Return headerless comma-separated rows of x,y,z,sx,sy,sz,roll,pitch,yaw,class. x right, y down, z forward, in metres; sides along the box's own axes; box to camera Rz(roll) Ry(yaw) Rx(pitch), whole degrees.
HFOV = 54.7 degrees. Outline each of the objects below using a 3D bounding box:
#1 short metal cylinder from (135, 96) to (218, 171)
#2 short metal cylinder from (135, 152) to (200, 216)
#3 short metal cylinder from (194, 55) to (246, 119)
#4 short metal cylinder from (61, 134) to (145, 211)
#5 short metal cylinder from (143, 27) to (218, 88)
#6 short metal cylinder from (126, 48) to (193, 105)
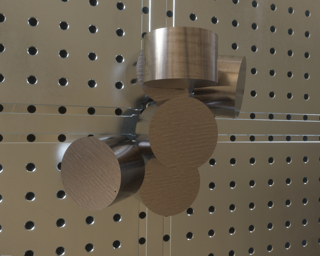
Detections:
0.018,0.006,0.352,0.081,0.050,0.079,0,90,-20,short metal cylinder
0.004,0.067,0.400,0.081,0.050,0.079,0,91,-20,short metal cylinder
0.080,-0.055,0.405,0.050,0.080,0.080,9,86,21,short metal cylinder
-0.064,0.048,0.354,0.050,0.080,0.079,-4,92,-64,short metal cylinder
0.022,-0.073,0.337,0.081,0.080,0.050,0,90,-20,short metal cylinder
0.002,-0.069,0.399,0.081,0.050,0.079,0,91,-20,short metal cylinder
